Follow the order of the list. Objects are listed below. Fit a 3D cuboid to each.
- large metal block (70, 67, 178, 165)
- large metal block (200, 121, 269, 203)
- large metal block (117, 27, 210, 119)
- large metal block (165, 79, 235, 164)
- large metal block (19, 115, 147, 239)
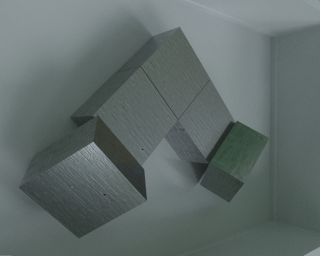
[{"bbox_3d":[-0.038,-0.011,0.356,0.080,0.050,0.080,-51,120,-27],"label":"large metal block"},{"bbox_3d":[0.106,0.050,0.449,0.080,0.050,0.080,-51,164,-27],"label":"large metal block"},{"bbox_3d":[0.007,-0.067,0.393,0.080,0.050,0.080,-51,120,-27],"label":"large metal block"},{"bbox_3d":[0.050,-0.009,0.429,0.080,0.050,0.080,-51,120,-27],"label":"large metal block"},{"bbox_3d":[-0.070,0.048,0.301,0.080,0.050,0.080,-31,117,10],"label":"large metal block"}]
